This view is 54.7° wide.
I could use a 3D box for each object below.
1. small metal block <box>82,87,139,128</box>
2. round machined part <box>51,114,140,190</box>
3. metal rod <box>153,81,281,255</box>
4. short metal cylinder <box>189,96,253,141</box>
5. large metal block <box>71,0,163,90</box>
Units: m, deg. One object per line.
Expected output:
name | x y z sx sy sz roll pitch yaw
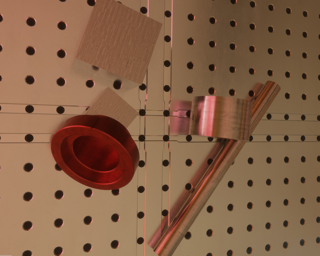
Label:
small metal block | -0.064 -0.015 0.390 0.050 0.025 0.050 42 77 -16
round machined part | -0.070 0.024 0.359 0.098 0.098 0.042 41 38 -16
metal rod | 0.088 0.053 0.446 0.025 0.025 0.300 40 77 -16
short metal cylinder | 0.080 -0.011 0.415 0.081 0.080 0.050 7 88 -20
large metal block | -0.054 -0.102 0.380 0.080 0.050 0.080 20 83 -19
